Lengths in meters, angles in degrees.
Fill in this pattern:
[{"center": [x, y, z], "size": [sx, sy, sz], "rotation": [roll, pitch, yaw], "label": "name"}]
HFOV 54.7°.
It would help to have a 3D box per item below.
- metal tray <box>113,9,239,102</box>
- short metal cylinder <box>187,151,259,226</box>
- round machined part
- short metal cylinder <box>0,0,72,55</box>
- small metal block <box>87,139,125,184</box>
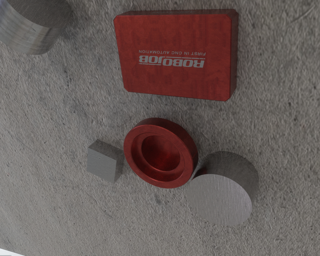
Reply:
[{"center": [0.017, -0.082, 0.344], "size": [0.130, 0.030, 0.089], "rotation": [8, 122, 23], "label": "metal tray"}, {"center": [0.081, 0.077, 0.395], "size": [0.080, 0.050, 0.079], "rotation": [13, 124, 21], "label": "short metal cylinder"}, {"center": [0.005, 0.029, 0.411], "size": [0.098, 0.042, 0.097], "rotation": [13, 124, 21], "label": "round machined part"}, {"center": [-0.155, -0.135, 0.369], "size": [0.080, 0.080, 0.050], "rotation": [49, 129, -7], "label": "short metal cylinder"}, {"center": [-0.085, 0.052, 0.484], "size": [0.050, 0.025, 0.050], "rotation": [22, 127, 14], "label": "small metal block"}]
